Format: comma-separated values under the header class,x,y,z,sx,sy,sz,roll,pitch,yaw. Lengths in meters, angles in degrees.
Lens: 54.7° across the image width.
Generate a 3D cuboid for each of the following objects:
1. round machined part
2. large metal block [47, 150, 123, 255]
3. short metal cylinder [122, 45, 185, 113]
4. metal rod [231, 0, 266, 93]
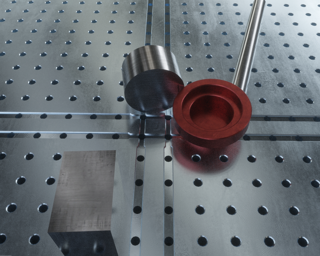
class,x,y,z,sx,sy,sz,roll,pitch,yaw
round machined part,0.066,-0.015,0.405,0.099,0.042,0.098,-2,55,4
large metal block,-0.067,0.078,0.305,0.050,0.080,0.080,-1,50,-2
short metal cylinder,-0.011,-0.066,0.427,0.081,0.080,0.050,-7,51,-6
metal rod,0.151,-0.139,0.526,0.025,0.025,0.300,15,51,11
